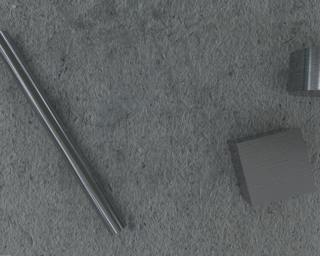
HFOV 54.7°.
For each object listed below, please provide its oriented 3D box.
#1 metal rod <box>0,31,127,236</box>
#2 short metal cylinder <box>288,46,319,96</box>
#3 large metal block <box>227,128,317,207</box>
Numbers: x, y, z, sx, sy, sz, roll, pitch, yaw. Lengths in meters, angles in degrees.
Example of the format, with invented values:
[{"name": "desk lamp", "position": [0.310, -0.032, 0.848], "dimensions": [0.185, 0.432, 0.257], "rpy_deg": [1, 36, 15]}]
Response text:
[{"name": "metal rod", "position": [-0.133, 0.007, 0.408], "dimensions": [0.025, 0.025, 0.299], "rpy_deg": [-32, 90, 0]}, {"name": "short metal cylinder", "position": [0.204, -0.068, 0.385], "dimensions": [0.081, 0.080, 0.050], "rpy_deg": [2, 90, -1]}, {"name": "large metal block", "position": [0.141, 0.048, 0.399], "dimensions": [0.080, 0.050, 0.080], "rpy_deg": [-14, 90, -1]}]
